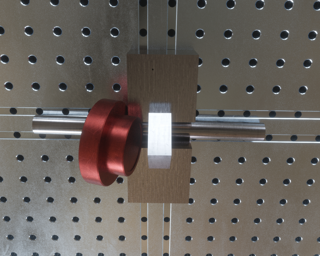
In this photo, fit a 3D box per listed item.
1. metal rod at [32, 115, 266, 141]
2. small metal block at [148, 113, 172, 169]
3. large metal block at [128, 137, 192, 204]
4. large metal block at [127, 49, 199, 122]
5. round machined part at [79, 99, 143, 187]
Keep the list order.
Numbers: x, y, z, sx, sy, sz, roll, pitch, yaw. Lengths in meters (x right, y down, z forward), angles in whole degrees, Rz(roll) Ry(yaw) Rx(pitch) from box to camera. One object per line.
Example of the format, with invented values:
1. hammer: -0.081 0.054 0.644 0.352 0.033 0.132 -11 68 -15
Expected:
1. metal rod: -0.013 0.000 0.413 0.302 0.025 0.025 2 110 -1
2. small metal block: 0.000 0.016 0.359 0.025 0.050 0.050 1 66 0
3. large metal block: -0.001 0.054 0.420 0.081 0.050 0.079 1 110 -1
4. large metal block: 0.003 -0.053 0.380 0.081 0.050 0.079 1 110 -1
5. round machined part: -0.049 0.018 0.350 0.042 0.098 0.097 9 111 12
